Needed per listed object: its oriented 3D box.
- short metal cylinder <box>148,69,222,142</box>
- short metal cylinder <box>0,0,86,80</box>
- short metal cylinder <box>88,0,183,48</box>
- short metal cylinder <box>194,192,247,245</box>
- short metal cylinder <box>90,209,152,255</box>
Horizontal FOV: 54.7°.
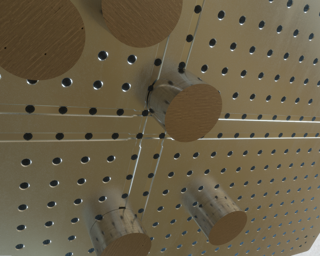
[{"bbox_3d":[0.031,-0.029,0.396,0.081,0.050,0.079,-14,125,-21],"label":"short metal cylinder"},{"bbox_3d":[-0.113,-0.089,0.278,0.081,0.050,0.079,-14,124,-21],"label":"short metal cylinder"},{"bbox_3d":[-0.025,-0.125,0.305,0.081,0.050,0.079,-14,124,-21],"label":"short metal cylinder"},{"bbox_3d":[0.108,0.163,0.558,0.081,0.050,0.079,-14,125,-21],"label":"short metal cylinder"},{"bbox_3d":[-0.060,0.170,0.469,0.081,0.050,0.079,-14,125,-21],"label":"short metal cylinder"}]
